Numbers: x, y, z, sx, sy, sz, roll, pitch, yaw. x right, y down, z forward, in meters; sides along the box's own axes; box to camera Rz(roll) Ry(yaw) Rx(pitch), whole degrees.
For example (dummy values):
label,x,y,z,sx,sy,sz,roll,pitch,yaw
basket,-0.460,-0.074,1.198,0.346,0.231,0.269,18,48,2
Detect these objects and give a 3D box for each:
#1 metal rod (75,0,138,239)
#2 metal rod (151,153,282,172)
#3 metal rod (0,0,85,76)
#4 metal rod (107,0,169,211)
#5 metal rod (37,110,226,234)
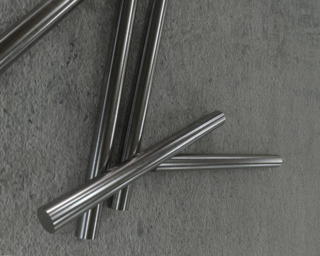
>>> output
label,x,y,z,sx,sy,sz,roll,pitch,yaw
metal rod,-0.058,-0.029,0.355,0.025,0.025,0.299,14,81,-39
metal rod,0.105,0.053,0.492,0.302,0.025,0.025,5,87,-40
metal rod,-0.110,-0.117,0.312,0.025,0.025,0.301,50,60,-28
metal rod,-0.023,-0.051,0.385,0.025,0.025,0.299,18,79,-39
metal rod,-0.004,0.032,0.373,0.302,0.025,0.025,-27,107,-46
